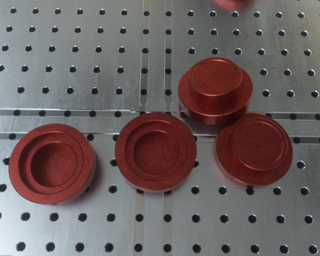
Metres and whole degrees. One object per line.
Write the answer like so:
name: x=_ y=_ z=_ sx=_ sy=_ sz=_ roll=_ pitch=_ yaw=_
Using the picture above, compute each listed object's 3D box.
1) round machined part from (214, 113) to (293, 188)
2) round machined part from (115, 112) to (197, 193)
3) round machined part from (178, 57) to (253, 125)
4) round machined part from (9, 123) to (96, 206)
round machined part: x=0.121 y=0.025 z=0.395 sx=0.099 sy=0.042 sz=0.098 roll=0 pitch=70 yaw=-1
round machined part: x=-0.005 y=0.033 z=0.391 sx=0.099 sy=0.042 sz=0.098 roll=0 pitch=70 yaw=-1
round machined part: x=0.072 y=-0.055 z=0.409 sx=0.099 sy=0.042 sz=0.098 roll=-5 pitch=54 yaw=7
round machined part: x=-0.128 y=0.047 z=0.384 sx=0.099 sy=0.042 sz=0.098 roll=0 pitch=70 yaw=-1
